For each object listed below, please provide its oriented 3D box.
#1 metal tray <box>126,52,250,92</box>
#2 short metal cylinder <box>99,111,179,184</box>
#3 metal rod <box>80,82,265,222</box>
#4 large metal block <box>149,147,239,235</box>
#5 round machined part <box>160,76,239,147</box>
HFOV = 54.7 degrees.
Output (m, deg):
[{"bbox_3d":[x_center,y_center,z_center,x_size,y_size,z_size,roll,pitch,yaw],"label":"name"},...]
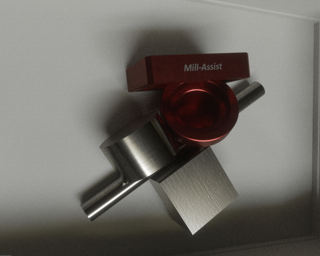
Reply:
[{"bbox_3d":[0.032,-0.068,0.386,0.131,0.090,0.030,-7,93,-21],"label":"metal tray"},{"bbox_3d":[-0.024,0.022,0.372,0.080,0.080,0.050,-35,102,-17],"label":"short metal cylinder"},{"bbox_3d":[0.029,0.022,0.421,0.302,0.025,0.025,-34,102,-17],"label":"metal rod"},{"bbox_3d":[0.043,0.078,0.412,0.080,0.050,0.080,-35,102,-17],"label":"large metal block"},{"bbox_3d":[0.049,-0.020,0.404,0.099,0.042,0.098,2,66,-4],"label":"round machined part"}]
